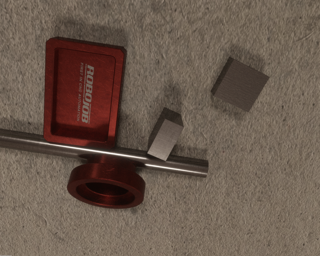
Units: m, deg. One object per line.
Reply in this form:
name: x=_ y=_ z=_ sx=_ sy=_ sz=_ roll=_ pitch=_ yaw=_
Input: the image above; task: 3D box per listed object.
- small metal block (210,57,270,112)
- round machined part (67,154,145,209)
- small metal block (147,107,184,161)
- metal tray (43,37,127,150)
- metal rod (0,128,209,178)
small metal block: x=0.100 y=-0.055 z=0.391 sx=0.050 sy=0.025 sz=0.050 roll=24 pitch=108 yaw=-9
round machined part: x=-0.068 y=0.069 z=0.409 sx=0.099 sy=0.042 sz=0.098 roll=4 pitch=145 yaw=3
small metal block: x=0.006 y=0.006 z=0.399 sx=0.025 sy=0.050 sz=0.050 roll=24 pitch=108 yaw=-9
metal tray: x=-0.095 y=-0.042 z=0.390 sx=0.091 sy=0.030 sz=0.129 roll=8 pitch=110 yaw=-4
metal rod: x=-0.084 y=0.034 z=0.420 sx=0.302 sy=0.025 sz=0.025 roll=9 pitch=110 yaw=-4
